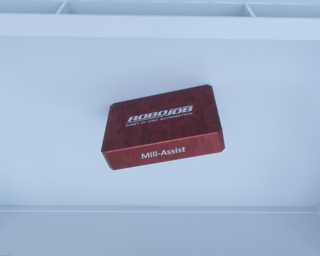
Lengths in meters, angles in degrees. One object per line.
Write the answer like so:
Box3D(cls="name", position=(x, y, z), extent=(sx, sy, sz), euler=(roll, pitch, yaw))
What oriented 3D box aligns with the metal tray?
Box3D(cls="metal tray", position=(0.003, -0.003, 0.363), extent=(0.130, 0.090, 0.030), euler=(-10, 129, 8))
